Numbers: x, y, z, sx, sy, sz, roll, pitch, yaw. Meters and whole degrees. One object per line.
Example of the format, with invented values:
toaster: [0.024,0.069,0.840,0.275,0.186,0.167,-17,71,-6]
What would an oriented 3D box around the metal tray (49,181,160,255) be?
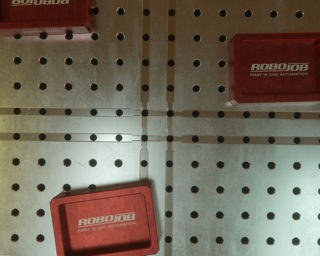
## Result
metal tray: [-0.071,0.125,0.410,0.131,0.030,0.090,-8,90,0]

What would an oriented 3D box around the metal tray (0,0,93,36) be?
metal tray: [-0.158,-0.172,0.409,0.131,0.030,0.090,-2,90,0]

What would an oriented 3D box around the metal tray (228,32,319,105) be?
metal tray: [0.160,-0.078,0.411,0.131,0.030,0.090,-1,90,0]
